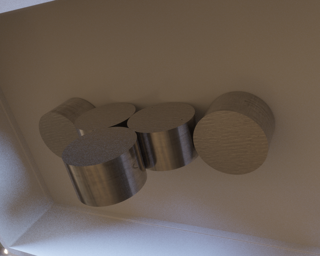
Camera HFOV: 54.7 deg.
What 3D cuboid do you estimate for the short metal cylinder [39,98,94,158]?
[{"bbox_3d":[-0.130,0.002,0.460,0.080,0.050,0.079,13,124,21],"label":"short metal cylinder"}]

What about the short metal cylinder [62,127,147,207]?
[{"bbox_3d":[-0.059,0.039,0.338,0.080,0.080,0.050,2,119,27],"label":"short metal cylinder"}]

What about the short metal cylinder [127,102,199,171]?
[{"bbox_3d":[0.006,0.008,0.373,0.080,0.080,0.050,2,119,27],"label":"short metal cylinder"}]

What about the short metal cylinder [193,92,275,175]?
[{"bbox_3d":[0.084,0.005,0.349,0.080,0.050,0.079,13,124,21],"label":"short metal cylinder"}]

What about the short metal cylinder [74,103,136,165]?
[{"bbox_3d":[-0.066,0.006,0.409,0.080,0.080,0.050,2,119,27],"label":"short metal cylinder"}]
